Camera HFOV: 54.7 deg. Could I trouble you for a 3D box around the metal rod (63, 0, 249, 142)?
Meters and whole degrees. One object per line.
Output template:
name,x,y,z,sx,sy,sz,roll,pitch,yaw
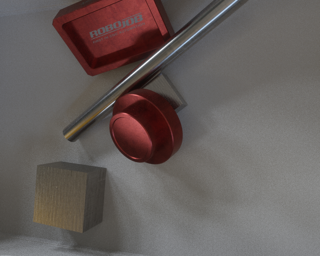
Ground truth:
metal rod,-0.021,-0.070,0.398,0.299,0.025,0.025,-36,79,23

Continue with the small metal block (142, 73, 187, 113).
small metal block,0.000,-0.036,0.410,0.050,0.025,0.050,-37,79,16

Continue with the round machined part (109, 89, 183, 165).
round machined part,-0.024,0.004,0.385,0.098,0.042,0.097,22,129,30

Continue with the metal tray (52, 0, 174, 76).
metal tray,-0.056,-0.126,0.397,0.130,0.090,0.030,-14,42,19

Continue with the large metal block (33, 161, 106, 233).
large metal block,-0.127,0.094,0.441,0.080,0.050,0.079,5,92,19
